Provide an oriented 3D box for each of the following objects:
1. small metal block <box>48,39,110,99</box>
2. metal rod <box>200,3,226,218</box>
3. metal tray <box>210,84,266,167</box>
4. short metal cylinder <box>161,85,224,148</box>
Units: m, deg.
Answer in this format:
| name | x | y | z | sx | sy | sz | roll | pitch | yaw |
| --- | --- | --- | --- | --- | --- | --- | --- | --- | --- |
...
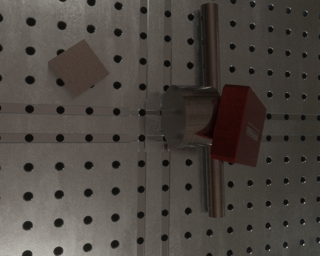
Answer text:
| name | x | y | z | sx | sy | sz | roll | pitch | yaw |
| --- | --- | --- | --- | --- | --- | --- | --- | --- | --- |
| small metal block | -0.099 | -0.071 | 0.377 | 0.050 | 0.025 | 0.050 | -39 | 103 | -16 |
| metal rod | 0.075 | -0.024 | 0.441 | 0.025 | 0.025 | 0.298 | -3 | 91 | -20 |
| metal tray | 0.108 | 0.003 | 0.410 | 0.130 | 0.030 | 0.090 | 19 | 82 | -61 |
| short metal cylinder | 0.040 | -0.015 | 0.399 | 0.050 | 0.080 | 0.079 | -2 | 91 | -20 |
